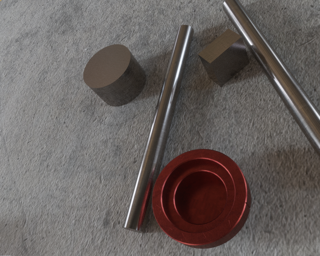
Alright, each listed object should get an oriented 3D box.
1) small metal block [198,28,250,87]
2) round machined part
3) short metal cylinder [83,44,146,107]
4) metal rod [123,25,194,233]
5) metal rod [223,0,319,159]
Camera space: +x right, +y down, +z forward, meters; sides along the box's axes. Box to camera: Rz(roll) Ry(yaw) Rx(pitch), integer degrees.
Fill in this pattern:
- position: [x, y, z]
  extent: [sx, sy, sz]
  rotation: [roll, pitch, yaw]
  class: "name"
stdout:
- position: [0.083, -0.089, 0.398]
  extent: [0.050, 0.050, 0.025]
  rotation: [-41, 51, 0]
  class: "small metal block"
- position: [0.045, 0.075, 0.323]
  extent: [0.098, 0.042, 0.098]
  rotation: [-13, 56, 20]
  class: "round machined part"
- position: [-0.068, -0.080, 0.471]
  extent: [0.080, 0.050, 0.080]
  rotation: [-13, 56, 20]
  class: "short metal cylinder"
- position: [0.005, -0.017, 0.410]
  extent: [0.025, 0.025, 0.300]
  rotation: [1, 62, 28]
  class: "metal rod"
- position: [0.140, -0.068, 0.371]
  extent: [0.025, 0.025, 0.299]
  rotation: [-26, 53, 12]
  class: "metal rod"
